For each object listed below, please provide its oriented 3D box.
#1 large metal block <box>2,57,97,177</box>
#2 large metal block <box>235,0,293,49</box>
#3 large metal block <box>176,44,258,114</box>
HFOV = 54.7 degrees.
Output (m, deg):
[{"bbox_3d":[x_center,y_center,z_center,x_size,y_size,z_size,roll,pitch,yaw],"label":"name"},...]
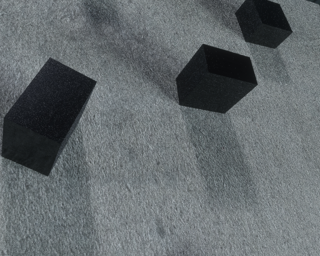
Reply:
[{"bbox_3d":[-0.112,-0.009,0.313,0.050,0.080,0.080,27,52,-11],"label":"large metal block"},{"bbox_3d":[0.210,-0.216,0.632,0.081,0.050,0.080,4,60,-26],"label":"large metal block"},{"bbox_3d":[0.080,-0.068,0.453,0.081,0.080,0.050,9,58,-24],"label":"large metal block"}]
